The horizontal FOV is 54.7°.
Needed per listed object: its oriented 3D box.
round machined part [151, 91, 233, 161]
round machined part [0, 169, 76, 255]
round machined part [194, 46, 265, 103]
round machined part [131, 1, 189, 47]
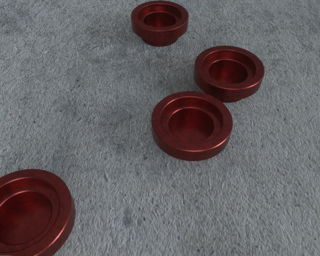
[{"bbox_3d":[0.039,0.002,0.391,0.099,0.042,0.098,0,50,0],"label":"round machined part"},{"bbox_3d":[-0.135,0.093,0.313,0.099,0.042,0.098,0,50,0],"label":"round machined part"},{"bbox_3d":[0.099,-0.075,0.456,0.099,0.042,0.098,0,50,0],"label":"round machined part"},{"bbox_3d":[0.000,-0.180,0.543,0.099,0.042,0.098,0,50,0],"label":"round machined part"}]
